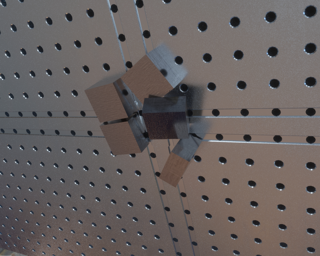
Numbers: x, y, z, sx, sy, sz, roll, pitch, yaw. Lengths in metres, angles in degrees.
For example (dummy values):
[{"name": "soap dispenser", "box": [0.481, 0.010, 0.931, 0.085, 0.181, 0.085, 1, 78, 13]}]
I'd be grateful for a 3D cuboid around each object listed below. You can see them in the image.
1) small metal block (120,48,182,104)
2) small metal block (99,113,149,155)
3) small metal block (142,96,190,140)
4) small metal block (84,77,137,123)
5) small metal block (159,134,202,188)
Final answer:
[{"name": "small metal block", "box": [-0.011, -0.060, 0.379, 0.050, 0.025, 0.050, -34, 100, 38]}, {"name": "small metal block", "box": [-0.050, 0.010, 0.442, 0.050, 0.025, 0.050, -8, 115, 31]}, {"name": "small metal block", "box": [0.009, -0.011, 0.380, 0.050, 0.025, 0.050, -2, 140, 10]}, {"name": "small metal block", "box": [-0.067, -0.038, 0.421, 0.050, 0.025, 0.050, -9, 114, 31]}, {"name": "small metal block", "box": [0.027, 0.041, 0.405, 0.025, 0.050, 0.050, 29, 128, 9]}]
